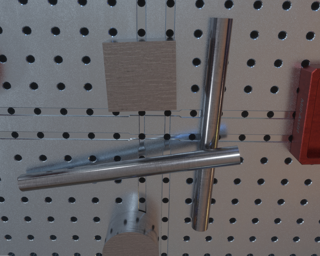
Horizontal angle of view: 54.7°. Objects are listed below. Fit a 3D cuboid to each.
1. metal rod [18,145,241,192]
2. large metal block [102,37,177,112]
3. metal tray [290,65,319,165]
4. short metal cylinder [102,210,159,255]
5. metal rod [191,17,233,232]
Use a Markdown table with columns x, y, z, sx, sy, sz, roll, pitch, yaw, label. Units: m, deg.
| x | y | z | sx | sy | sz | roll | pitch | yaw | label |
| --- | --- | --- | --- | --- | --- | --- | --- | --- | --- |
| -0.047 | 0.056 | 0.417 | 0.301 | 0.025 | 0.025 | -8 | 110 | 8 | metal rod |
| -0.022 | -0.066 | 0.376 | 0.081 | 0.050 | 0.079 | -2 | 110 | 0 | large metal block |
| 0.230 | -0.017 | 0.407 | 0.091 | 0.030 | 0.129 | -1 | 110 | 0 | metal tray |
| -0.042 | 0.172 | 0.463 | 0.081 | 0.050 | 0.079 | 0 | 110 | -1 | short metal cylinder |
| 0.067 | 0.009 | 0.417 | 0.025 | 0.025 | 0.298 | 2 | 110 | -1 | metal rod |
